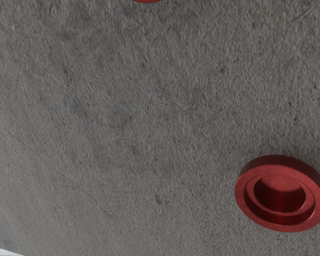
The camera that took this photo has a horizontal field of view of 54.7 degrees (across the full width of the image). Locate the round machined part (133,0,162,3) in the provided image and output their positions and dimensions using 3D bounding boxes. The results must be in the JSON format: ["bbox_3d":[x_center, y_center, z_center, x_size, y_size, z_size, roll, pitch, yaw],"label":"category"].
[{"bbox_3d":[-0.007,-0.173,0.292,0.098,0.042,0.097,13,124,21],"label":"round machined part"}]

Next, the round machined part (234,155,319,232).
[{"bbox_3d":[0.142,0.072,0.365,0.098,0.042,0.097,13,124,21],"label":"round machined part"}]
